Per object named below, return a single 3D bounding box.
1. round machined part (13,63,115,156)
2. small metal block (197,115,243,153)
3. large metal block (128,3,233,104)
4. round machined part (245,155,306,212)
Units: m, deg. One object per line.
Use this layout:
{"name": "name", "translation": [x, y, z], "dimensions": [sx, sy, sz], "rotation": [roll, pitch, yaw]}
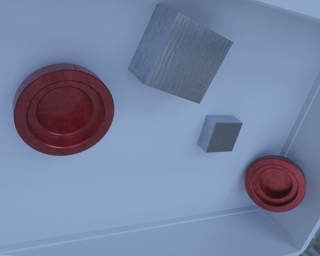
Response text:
{"name": "round machined part", "translation": [-0.102, -0.022, 0.329], "dimensions": [0.099, 0.042, 0.097], "rotation": [-14, 125, -21]}
{"name": "small metal block", "translation": [0.090, 0.008, 0.465], "dimensions": [0.050, 0.025, 0.050], "rotation": [0, 119, -29]}
{"name": "large metal block", "translation": [0.022, -0.083, 0.355], "dimensions": [0.081, 0.050, 0.080], "rotation": [15, 111, -35]}
{"name": "round machined part", "translation": [0.204, 0.094, 0.547], "dimensions": [0.042, 0.098, 0.097], "rotation": [-23, 138, -61]}
